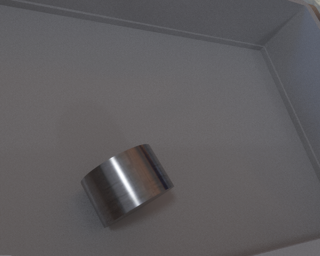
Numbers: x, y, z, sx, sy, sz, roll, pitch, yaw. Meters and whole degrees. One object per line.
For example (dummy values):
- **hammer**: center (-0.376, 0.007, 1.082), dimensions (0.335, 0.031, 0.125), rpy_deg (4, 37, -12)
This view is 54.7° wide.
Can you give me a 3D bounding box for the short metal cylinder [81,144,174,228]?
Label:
- **short metal cylinder**: center (-0.033, 0.059, 0.318), dimensions (0.081, 0.080, 0.050), rpy_deg (-22, 74, -36)
